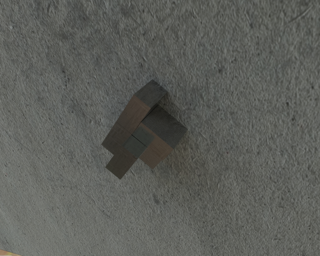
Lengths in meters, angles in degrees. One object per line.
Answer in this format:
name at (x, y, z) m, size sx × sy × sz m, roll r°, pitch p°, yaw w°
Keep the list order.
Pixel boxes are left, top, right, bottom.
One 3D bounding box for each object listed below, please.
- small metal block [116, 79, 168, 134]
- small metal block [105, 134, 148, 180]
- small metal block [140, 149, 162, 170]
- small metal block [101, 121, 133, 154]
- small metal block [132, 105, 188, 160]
small metal block at (-0.022, -0.027, 0.385) m, size 0.025 × 0.050 × 0.050 m, roll 40°, pitch 129°, yaw 1°
small metal block at (-0.037, 0.031, 0.397) m, size 0.025 × 0.050 × 0.050 m, roll 40°, pitch 129°, yaw 1°
small metal block at (-0.011, 0.021, 0.426) m, size 0.050 × 0.025 × 0.050 m, roll 40°, pitch 129°, yaw 0°
small metal block at (-0.046, 0.003, 0.416) m, size 0.025 × 0.050 × 0.050 m, roll 40°, pitch 129°, yaw 1°
small metal block at (0.001, 0.005, 0.393) m, size 0.050 × 0.050 × 0.025 m, roll 40°, pitch 129°, yaw 0°
